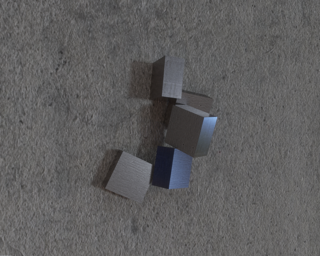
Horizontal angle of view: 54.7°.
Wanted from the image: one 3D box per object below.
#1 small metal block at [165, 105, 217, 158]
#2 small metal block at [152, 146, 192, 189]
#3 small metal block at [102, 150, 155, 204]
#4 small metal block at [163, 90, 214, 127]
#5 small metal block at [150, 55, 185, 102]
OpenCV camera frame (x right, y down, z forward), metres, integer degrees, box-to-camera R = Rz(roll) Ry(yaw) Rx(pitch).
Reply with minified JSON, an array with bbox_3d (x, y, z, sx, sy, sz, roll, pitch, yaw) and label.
[{"bbox_3d":[0.037,0.003,0.379,0.025,0.050,0.050,-3,112,-45],"label":"small metal block"},{"bbox_3d":[0.018,0.051,0.402,0.050,0.025,0.050,12,85,-56],"label":"small metal block"},{"bbox_3d":[-0.039,0.061,0.395,0.050,0.025,0.050,28,81,-18],"label":"small metal block"},{"bbox_3d":[0.037,-0.023,0.415,0.050,0.025,0.050,10,105,-21],"label":"small metal block"},{"bbox_3d":[0.008,-0.062,0.398,0.025,0.050,0.050,6,88,-19],"label":"small metal block"}]
